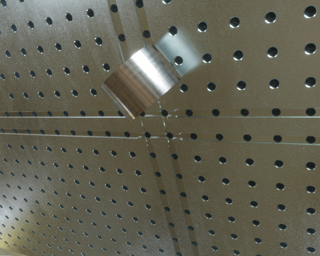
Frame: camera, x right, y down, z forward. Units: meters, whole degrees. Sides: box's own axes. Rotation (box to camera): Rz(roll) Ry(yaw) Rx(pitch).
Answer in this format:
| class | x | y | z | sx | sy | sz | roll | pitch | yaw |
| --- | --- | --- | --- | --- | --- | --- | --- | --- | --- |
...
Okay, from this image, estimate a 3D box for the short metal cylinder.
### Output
| class | x | y | z | sx | sy | sz | roll | pitch | yaw |
| --- | --- | --- | --- | --- | --- | --- | --- | --- | --- |
| short metal cylinder | -0.021 | -0.052 | 0.353 | 0.050 | 0.080 | 0.080 | 49 | 128 | -7 |
